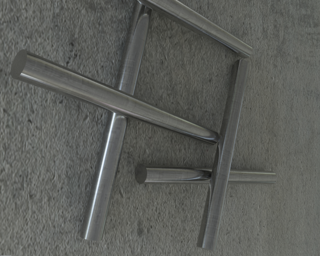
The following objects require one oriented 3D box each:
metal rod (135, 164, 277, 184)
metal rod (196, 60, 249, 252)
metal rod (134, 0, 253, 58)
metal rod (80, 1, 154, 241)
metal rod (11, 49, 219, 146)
[{"bbox_3d":[0.091,0.075,0.480,0.302,0.025,0.025,9,85,-40],"label":"metal rod"},{"bbox_3d":[0.098,0.025,0.461,0.025,0.025,0.300,34,62,-35],"label":"metal rod"},{"bbox_3d":[0.043,-0.145,0.417,0.302,0.025,0.025,8,85,-47],"label":"metal rod"},{"bbox_3d":[-0.046,-0.024,0.365,0.025,0.025,0.299,19,78,-39],"label":"metal rod"},{"bbox_3d":[-0.017,-0.018,0.359,0.302,0.025,0.025,19,78,-48],"label":"metal rod"}]
